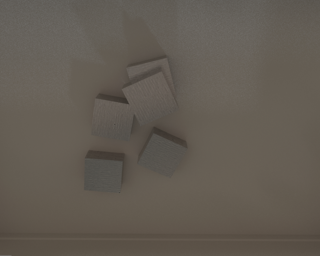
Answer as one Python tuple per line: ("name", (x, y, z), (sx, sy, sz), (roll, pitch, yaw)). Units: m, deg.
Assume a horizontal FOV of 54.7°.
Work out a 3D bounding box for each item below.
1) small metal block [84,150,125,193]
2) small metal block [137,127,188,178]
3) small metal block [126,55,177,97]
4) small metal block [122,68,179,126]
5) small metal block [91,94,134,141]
("small metal block", (-0.078, 0.061, 0.433), (0.050, 0.025, 0.050), (5, 110, -3))
("small metal block", (0.003, 0.033, 0.424), (0.050, 0.025, 0.050), (25, 108, -9))
("small metal block", (-0.010, -0.059, 0.389), (0.050, 0.025, 0.050), (-13, 110, 4))
("small metal block", (-0.011, -0.037, 0.371), (0.050, 0.025, 0.050), (-23, 109, 8))
("small metal block", (-0.060, -0.014, 0.405), (0.050, 0.025, 0.050), (10, 110, -4))
